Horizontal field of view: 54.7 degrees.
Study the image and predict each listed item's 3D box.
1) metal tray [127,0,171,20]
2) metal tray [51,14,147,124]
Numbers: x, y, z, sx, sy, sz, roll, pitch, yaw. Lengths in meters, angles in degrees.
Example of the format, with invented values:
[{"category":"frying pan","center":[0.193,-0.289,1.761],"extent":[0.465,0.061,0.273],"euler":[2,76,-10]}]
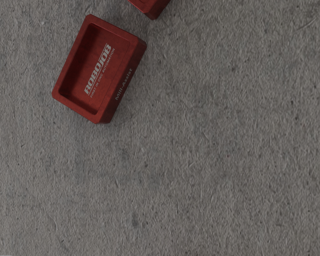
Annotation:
[{"category":"metal tray","center":[-0.031,-0.221,0.417],"extent":[0.130,0.030,0.090],"euler":[43,103,15]},{"category":"metal tray","center":[-0.087,-0.081,0.436],"extent":[0.090,0.030,0.129],"euler":[30,100,17]}]
